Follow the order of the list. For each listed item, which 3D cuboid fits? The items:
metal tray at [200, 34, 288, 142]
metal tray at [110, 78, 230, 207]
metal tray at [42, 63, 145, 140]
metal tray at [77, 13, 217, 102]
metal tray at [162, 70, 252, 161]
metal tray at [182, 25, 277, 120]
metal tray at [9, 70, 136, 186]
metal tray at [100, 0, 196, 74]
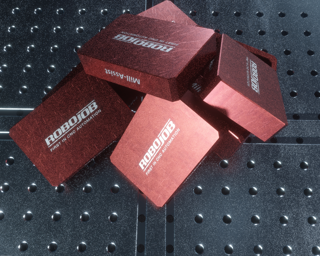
[{"bbox_3d":[0.097,-0.053,0.362,0.090,0.030,0.130,33,36,-10],"label":"metal tray"},{"bbox_3d":[0.005,0.019,0.356,0.090,0.129,0.030,42,33,13],"label":"metal tray"},{"bbox_3d":[-0.082,-0.051,0.427,0.090,0.030,0.130,37,74,12],"label":"metal tray"},{"bbox_3d":[-0.015,-0.084,0.346,0.130,0.030,0.090,21,56,28],"label":"metal tray"},{"bbox_3d":[0.051,-0.023,0.387,0.130,0.090,0.030,42,76,14],"label":"metal tray"},{"bbox_3d":[0.091,-0.072,0.412,0.131,0.030,0.090,17,69,-15],"label":"metal tray"},{"bbox_3d":[-0.105,-0.003,0.385,0.130,0.030,0.090,-40,90,-2],"label":"metal tray"},{"bbox_3d":[-0.006,-0.119,0.432,0.131,0.030,0.090,-37,76,-27],"label":"metal tray"}]
